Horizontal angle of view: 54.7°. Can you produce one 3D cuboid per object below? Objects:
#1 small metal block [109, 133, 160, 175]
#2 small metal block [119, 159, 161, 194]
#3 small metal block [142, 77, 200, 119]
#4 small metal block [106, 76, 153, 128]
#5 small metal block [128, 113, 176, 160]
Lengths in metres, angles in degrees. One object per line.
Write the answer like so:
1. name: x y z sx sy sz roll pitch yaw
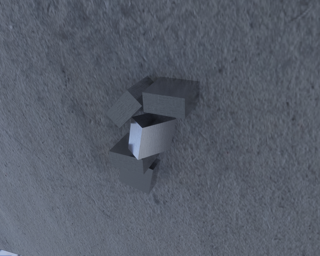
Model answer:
1. small metal block: -0.034 0.034 0.428 0.050 0.050 0.025 12 123 21
2. small metal block: -0.031 0.064 0.461 0.050 0.025 0.050 21 126 15
3. small metal block: 0.014 -0.037 0.360 0.050 0.050 0.025 11 123 22
4. small metal block: -0.033 -0.033 0.386 0.025 0.050 0.050 47 129 -3
5. small metal block: -0.011 0.008 0.396 0.025 0.050 0.050 44 137 39
